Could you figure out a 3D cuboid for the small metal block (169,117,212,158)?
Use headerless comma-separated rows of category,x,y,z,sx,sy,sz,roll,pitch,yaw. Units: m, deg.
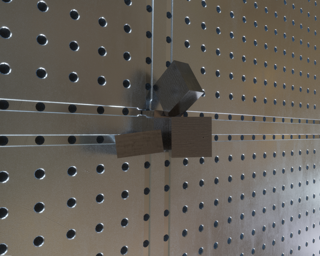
small metal block,0.038,0.011,0.392,0.050,0.025,0.050,0,90,-7

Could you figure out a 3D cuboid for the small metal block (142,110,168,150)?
small metal block,0.004,0.003,0.411,0.050,0.025,0.050,3,88,-40

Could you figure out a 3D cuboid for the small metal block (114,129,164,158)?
small metal block,-0.024,0.017,0.358,0.050,0.050,0.025,-7,89,-5

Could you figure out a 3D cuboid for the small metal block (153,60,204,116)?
small metal block,0.022,-0.049,0.397,0.025,0.050,0.050,4,52,-39

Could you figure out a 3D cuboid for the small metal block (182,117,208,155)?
small metal block,0.050,0.012,0.436,0.050,0.025,0.050,7,85,-71
